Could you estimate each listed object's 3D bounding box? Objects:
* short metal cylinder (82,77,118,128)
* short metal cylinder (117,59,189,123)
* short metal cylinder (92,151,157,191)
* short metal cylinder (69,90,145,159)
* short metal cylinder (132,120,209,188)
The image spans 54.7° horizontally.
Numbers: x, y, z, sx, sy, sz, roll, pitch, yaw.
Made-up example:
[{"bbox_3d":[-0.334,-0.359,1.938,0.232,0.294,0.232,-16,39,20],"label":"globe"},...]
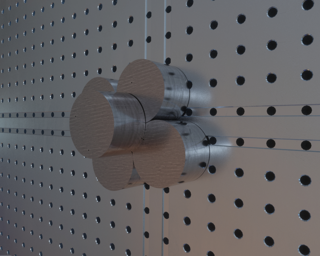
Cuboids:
[{"bbox_3d":[-0.071,-0.031,0.449,0.080,0.050,0.079,0,90,39],"label":"short metal cylinder"},{"bbox_3d":[-0.010,-0.045,0.398,0.080,0.050,0.079,0,90,39],"label":"short metal cylinder"},{"bbox_3d":[-0.048,0.043,0.430,0.080,0.050,0.079,0,90,39],"label":"short metal cylinder"},{"bbox_3d":[-0.065,-0.005,0.377,0.080,0.050,0.079,2,92,39],"label":"short metal cylinder"},{"bbox_3d":[0.013,0.030,0.380,0.080,0.050,0.079,0,90,39],"label":"short metal cylinder"}]
